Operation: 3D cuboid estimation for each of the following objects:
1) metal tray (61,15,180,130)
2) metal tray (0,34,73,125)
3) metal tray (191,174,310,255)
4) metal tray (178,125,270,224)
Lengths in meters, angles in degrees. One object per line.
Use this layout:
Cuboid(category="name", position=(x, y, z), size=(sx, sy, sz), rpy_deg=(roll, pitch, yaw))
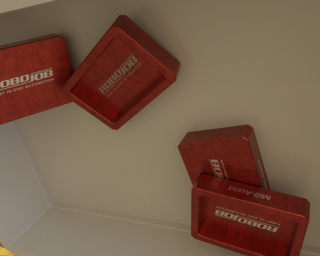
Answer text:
Cuboid(category="metal tray", position=(-0.051, -0.060, 0.378), size=(0.090, 0.030, 0.129), rpy_deg=(37, 131, -19))
Cuboid(category="metal tray", position=(-0.180, -0.063, 0.402), size=(0.030, 0.131, 0.089), rpy_deg=(35, 141, 54))
Cuboid(category="metal tray", position=(0.105, 0.113, 0.380), size=(0.130, 0.030, 0.089), rpy_deg=(11, 123, 22))
Cuboid(category="metal tray", position=(0.087, 0.064, 0.399), size=(0.090, 0.030, 0.129), rpy_deg=(-9, 114, 32))
